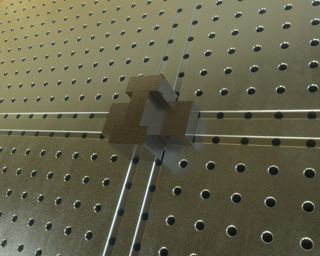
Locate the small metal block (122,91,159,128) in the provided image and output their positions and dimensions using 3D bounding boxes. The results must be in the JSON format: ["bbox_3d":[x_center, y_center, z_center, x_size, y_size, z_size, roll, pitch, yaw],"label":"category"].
[{"bbox_3d":[-0.020,-0.013,0.409,0.025,0.050,0.050,1,62,28],"label":"small metal block"}]

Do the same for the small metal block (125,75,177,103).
[{"bbox_3d":[-0.011,-0.047,0.425,0.050,0.050,0.025,1,62,28],"label":"small metal block"}]

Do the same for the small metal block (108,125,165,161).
[{"bbox_3d":[-0.028,0.020,0.393,0.050,0.050,0.025,1,62,28],"label":"small metal block"}]

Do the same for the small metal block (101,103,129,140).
[{"bbox_3d":[-0.048,-0.008,0.436,0.050,0.025,0.050,1,62,28],"label":"small metal block"}]

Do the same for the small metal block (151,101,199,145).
[{"bbox_3d":[0.019,-0.007,0.401,0.050,0.025,0.050,1,62,28],"label":"small metal block"}]
